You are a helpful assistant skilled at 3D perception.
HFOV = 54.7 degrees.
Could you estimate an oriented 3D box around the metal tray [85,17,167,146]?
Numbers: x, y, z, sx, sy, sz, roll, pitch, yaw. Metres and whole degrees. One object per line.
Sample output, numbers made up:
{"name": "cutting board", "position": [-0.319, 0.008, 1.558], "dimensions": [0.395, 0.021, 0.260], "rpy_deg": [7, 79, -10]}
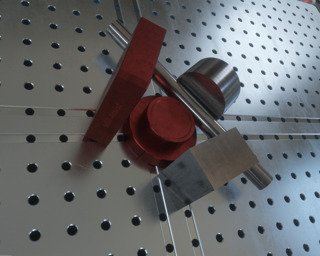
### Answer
{"name": "metal tray", "position": [-0.041, -0.047, 0.349], "dimensions": [0.030, 0.129, 0.090], "rpy_deg": [25, 53, -14]}

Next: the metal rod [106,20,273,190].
{"name": "metal rod", "position": [0.038, -0.033, 0.423], "dimensions": [0.300, 0.025, 0.025], "rpy_deg": [46, 51, 4]}

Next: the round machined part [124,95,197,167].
{"name": "round machined part", "position": [0.006, -0.002, 0.403], "dimensions": [0.099, 0.042, 0.098], "rpy_deg": [14, 56, -21]}

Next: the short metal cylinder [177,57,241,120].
{"name": "short metal cylinder", "position": [0.067, -0.054, 0.442], "dimensions": [0.080, 0.080, 0.050], "rpy_deg": [45, 51, 2]}

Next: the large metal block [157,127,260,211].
{"name": "large metal block", "position": [0.057, 0.049, 0.375], "dimensions": [0.081, 0.080, 0.050], "rpy_deg": [-21, 73, -36]}
